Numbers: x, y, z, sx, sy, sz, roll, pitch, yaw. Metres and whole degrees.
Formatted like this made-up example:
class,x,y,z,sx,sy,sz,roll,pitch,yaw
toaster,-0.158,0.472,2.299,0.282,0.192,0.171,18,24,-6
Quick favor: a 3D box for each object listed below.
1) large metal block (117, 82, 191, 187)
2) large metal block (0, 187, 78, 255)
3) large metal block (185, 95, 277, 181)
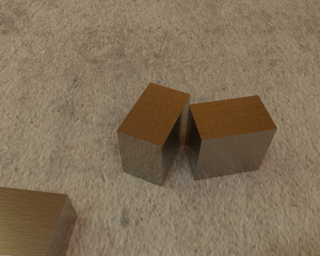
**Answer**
class,x,y,z,sx,sy,sz,roll,pitch,yaw
large metal block,-0.005,0.008,0.361,0.050,0.080,0.080,19,53,15
large metal block,-0.135,0.107,0.296,0.080,0.050,0.080,6,50,4
large metal block,0.076,0.013,0.358,0.081,0.080,0.050,-8,51,-7
